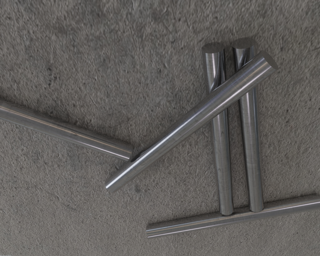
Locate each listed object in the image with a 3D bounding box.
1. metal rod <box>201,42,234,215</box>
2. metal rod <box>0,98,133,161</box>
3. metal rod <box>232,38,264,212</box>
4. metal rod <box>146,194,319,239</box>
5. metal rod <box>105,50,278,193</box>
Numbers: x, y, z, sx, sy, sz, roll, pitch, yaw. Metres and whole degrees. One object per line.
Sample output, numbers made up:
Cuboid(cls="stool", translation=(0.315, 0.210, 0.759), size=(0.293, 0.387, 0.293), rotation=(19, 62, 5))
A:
Cuboid(cls="metal rod", translation=(0.085, 0.025, 0.429), size=(0.025, 0.025, 0.298), rotation=(-8, 130, 7))
Cuboid(cls="metal rod", translation=(-0.177, -0.016, 0.391), size=(0.302, 0.025, 0.025), rotation=(21, 127, -17))
Cuboid(cls="metal rod", translation=(0.125, 0.020, 0.424), size=(0.025, 0.025, 0.299), rotation=(-11, 130, 9))
Cuboid(cls="metal rod", translation=(0.122, 0.156, 0.540), size=(0.301, 0.025, 0.025), rotation=(-14, 129, 11))
Cuboid(cls="metal rod", translation=(0.017, 0.011, 0.394), size=(0.025, 0.025, 0.299), rotation=(31, 130, -24))
